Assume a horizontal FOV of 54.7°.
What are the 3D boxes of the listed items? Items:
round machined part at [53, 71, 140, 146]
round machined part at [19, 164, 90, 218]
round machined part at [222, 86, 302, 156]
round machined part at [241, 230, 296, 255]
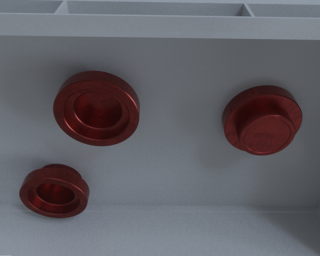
[{"bbox_3d":[-0.073,-0.027,0.374,0.099,0.042,0.097,0,130,0],"label":"round machined part"},{"bbox_3d":[-0.158,0.093,0.475,0.099,0.042,0.097,0,130,0],"label":"round machined part"},{"bbox_3d":[0.132,-0.002,0.397,0.099,0.042,0.097,0,130,0],"label":"round machined part"},{"bbox_3d":[0.207,0.234,0.602,0.099,0.042,0.097,0,130,0],"label":"round machined part"}]
